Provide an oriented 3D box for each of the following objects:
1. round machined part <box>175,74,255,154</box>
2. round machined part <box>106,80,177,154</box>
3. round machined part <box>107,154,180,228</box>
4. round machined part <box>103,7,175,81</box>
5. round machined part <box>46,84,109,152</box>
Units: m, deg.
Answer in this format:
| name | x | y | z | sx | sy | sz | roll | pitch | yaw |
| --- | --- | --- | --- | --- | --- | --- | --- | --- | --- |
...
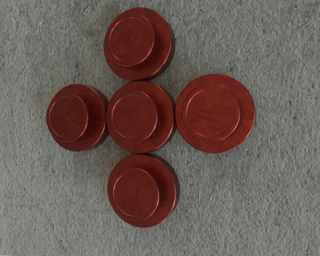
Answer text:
| name | x | y | z | sx | sy | sz | roll | pitch | yaw |
| --- | --- | --- | --- | --- | --- | --- | --- | --- | --- |
| round machined part | 0.065 | -0.017 | 0.378 | 0.098 | 0.042 | 0.097 | 0 | 90 | 19 |
| round machined part | -0.028 | -0.015 | 0.410 | 0.098 | 0.042 | 0.097 | 0 | 90 | 19 |
| round machined part | -0.026 | 0.083 | 0.409 | 0.098 | 0.042 | 0.097 | 0 | 90 | 19 |
| round machined part | -0.032 | -0.112 | 0.412 | 0.098 | 0.042 | 0.097 | 0 | 90 | 19 |
| round machined part | -0.121 | -0.014 | 0.443 | 0.098 | 0.042 | 0.097 | 0 | 90 | 19 |
